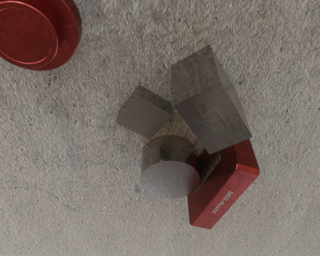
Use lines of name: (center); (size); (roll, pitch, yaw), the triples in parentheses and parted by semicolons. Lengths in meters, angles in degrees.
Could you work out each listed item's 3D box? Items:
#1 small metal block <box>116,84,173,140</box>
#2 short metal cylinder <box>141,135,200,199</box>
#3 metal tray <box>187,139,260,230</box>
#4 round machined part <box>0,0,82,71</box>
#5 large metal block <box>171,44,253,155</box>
small metal block: (-0.019, -0.019, 0.391); (0.050, 0.025, 0.050); (28, 125, -22)
short metal cylinder: (0.014, 0.056, 0.439); (0.081, 0.050, 0.079); (0, 130, 0)
metal tray: (0.077, 0.064, 0.419); (0.030, 0.090, 0.129); (16, 128, -14)
round machined part: (-0.132, -0.099, 0.310); (0.099, 0.042, 0.097); (0, 130, 0)
large metal block: (0.056, -0.032, 0.345); (0.050, 0.080, 0.080); (-25, 126, 20)
